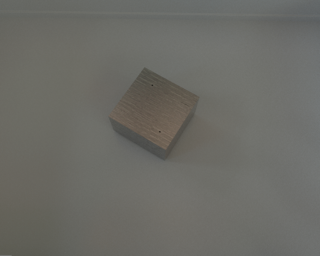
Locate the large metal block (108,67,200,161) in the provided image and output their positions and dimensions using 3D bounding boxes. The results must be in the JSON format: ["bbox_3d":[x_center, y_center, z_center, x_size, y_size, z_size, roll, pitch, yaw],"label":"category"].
[{"bbox_3d":[-0.007,-0.017,0.399,0.080,0.050,0.080,30,72,10],"label":"large metal block"}]
